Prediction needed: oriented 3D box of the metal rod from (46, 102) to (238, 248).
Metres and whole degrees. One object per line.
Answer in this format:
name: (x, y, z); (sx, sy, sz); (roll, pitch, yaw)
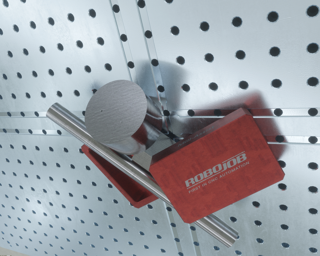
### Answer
metal rod: (-0.027, 0.061, 0.419); (0.301, 0.025, 0.025); (35, 129, 4)

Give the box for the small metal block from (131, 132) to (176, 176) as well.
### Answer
small metal block: (-0.001, 0.035, 0.411); (0.050, 0.050, 0.025); (35, 129, 5)

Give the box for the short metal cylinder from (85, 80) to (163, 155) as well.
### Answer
short metal cylinder: (-0.043, -0.012, 0.378); (0.080, 0.080, 0.050); (8, 164, 24)

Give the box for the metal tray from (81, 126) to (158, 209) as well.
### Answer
metal tray: (-0.044, 0.052, 0.458); (0.130, 0.030, 0.090); (49, 129, -7)

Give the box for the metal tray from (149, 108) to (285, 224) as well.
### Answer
metal tray: (0.065, 0.046, 0.365); (0.130, 0.030, 0.090); (-30, 103, 12)
